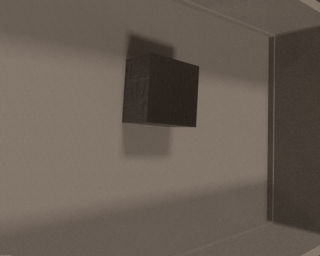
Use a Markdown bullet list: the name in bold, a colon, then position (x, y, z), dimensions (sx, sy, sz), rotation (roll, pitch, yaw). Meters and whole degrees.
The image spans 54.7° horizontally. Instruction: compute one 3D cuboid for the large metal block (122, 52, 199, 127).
- **large metal block**: position (0.002, -0.043, 0.394), dimensions (0.081, 0.050, 0.080), rotation (5, 87, -40)
